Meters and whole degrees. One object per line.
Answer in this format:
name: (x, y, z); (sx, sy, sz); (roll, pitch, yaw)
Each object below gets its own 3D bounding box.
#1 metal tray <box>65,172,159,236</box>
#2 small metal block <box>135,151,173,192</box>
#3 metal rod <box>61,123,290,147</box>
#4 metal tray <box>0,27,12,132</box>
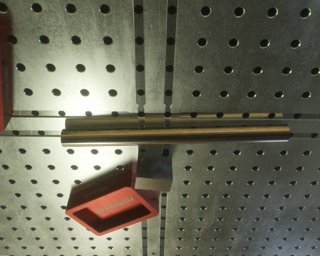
metal tray: (-0.078, 0.131, 0.518); (0.130, 0.030, 0.090); (-25, 126, 19)
small metal block: (-0.009, 0.063, 0.449); (0.050, 0.050, 0.025); (6, 130, -6)
metal rod: (0.020, 0.010, 0.420); (0.302, 0.025, 0.025); (-1, 130, 0)
metal tray: (-0.223, -0.059, 0.354); (0.091, 0.030, 0.129); (12, 129, -11)
